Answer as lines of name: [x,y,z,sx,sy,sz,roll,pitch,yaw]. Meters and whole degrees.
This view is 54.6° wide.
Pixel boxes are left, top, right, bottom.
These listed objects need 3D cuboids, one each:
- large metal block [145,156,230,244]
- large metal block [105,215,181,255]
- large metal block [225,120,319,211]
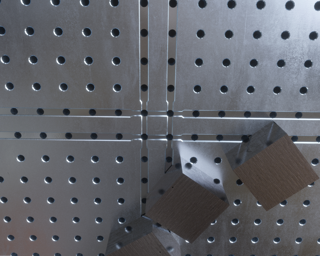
large metal block: [0.036,0.101,0.437,0.080,0.050,0.080,36,106,-12]
large metal block: [-0.023,0.186,0.468,0.080,0.050,0.080,-30,107,10]
large metal block: [0.149,0.051,0.420,0.080,0.050,0.080,-37,106,12]
